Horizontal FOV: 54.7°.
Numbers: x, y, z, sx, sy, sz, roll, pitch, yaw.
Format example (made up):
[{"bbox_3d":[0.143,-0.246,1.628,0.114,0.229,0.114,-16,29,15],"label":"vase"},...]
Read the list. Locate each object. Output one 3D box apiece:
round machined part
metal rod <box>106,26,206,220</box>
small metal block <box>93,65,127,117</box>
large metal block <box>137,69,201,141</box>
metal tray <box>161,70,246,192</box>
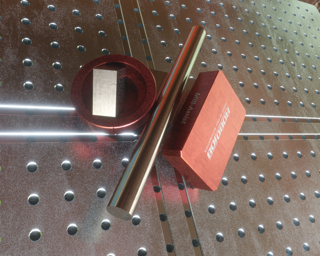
[{"bbox_3d":[-0.054,-0.037,0.375,0.099,0.042,0.098,1,67,-1],"label":"round machined part"},{"bbox_3d":[0.010,-0.032,0.370,0.025,0.025,0.300,30,52,-9],"label":"metal rod"},{"bbox_3d":[-0.057,-0.044,0.354,0.025,0.050,0.050,6,17,4],"label":"small metal block"},{"bbox_3d":[0.015,-0.025,0.417,0.081,0.050,0.080,9,58,-24],"label":"large metal block"},{"bbox_3d":[0.061,0.003,0.395,0.090,0.030,0.130,48,58,-37],"label":"metal tray"}]
